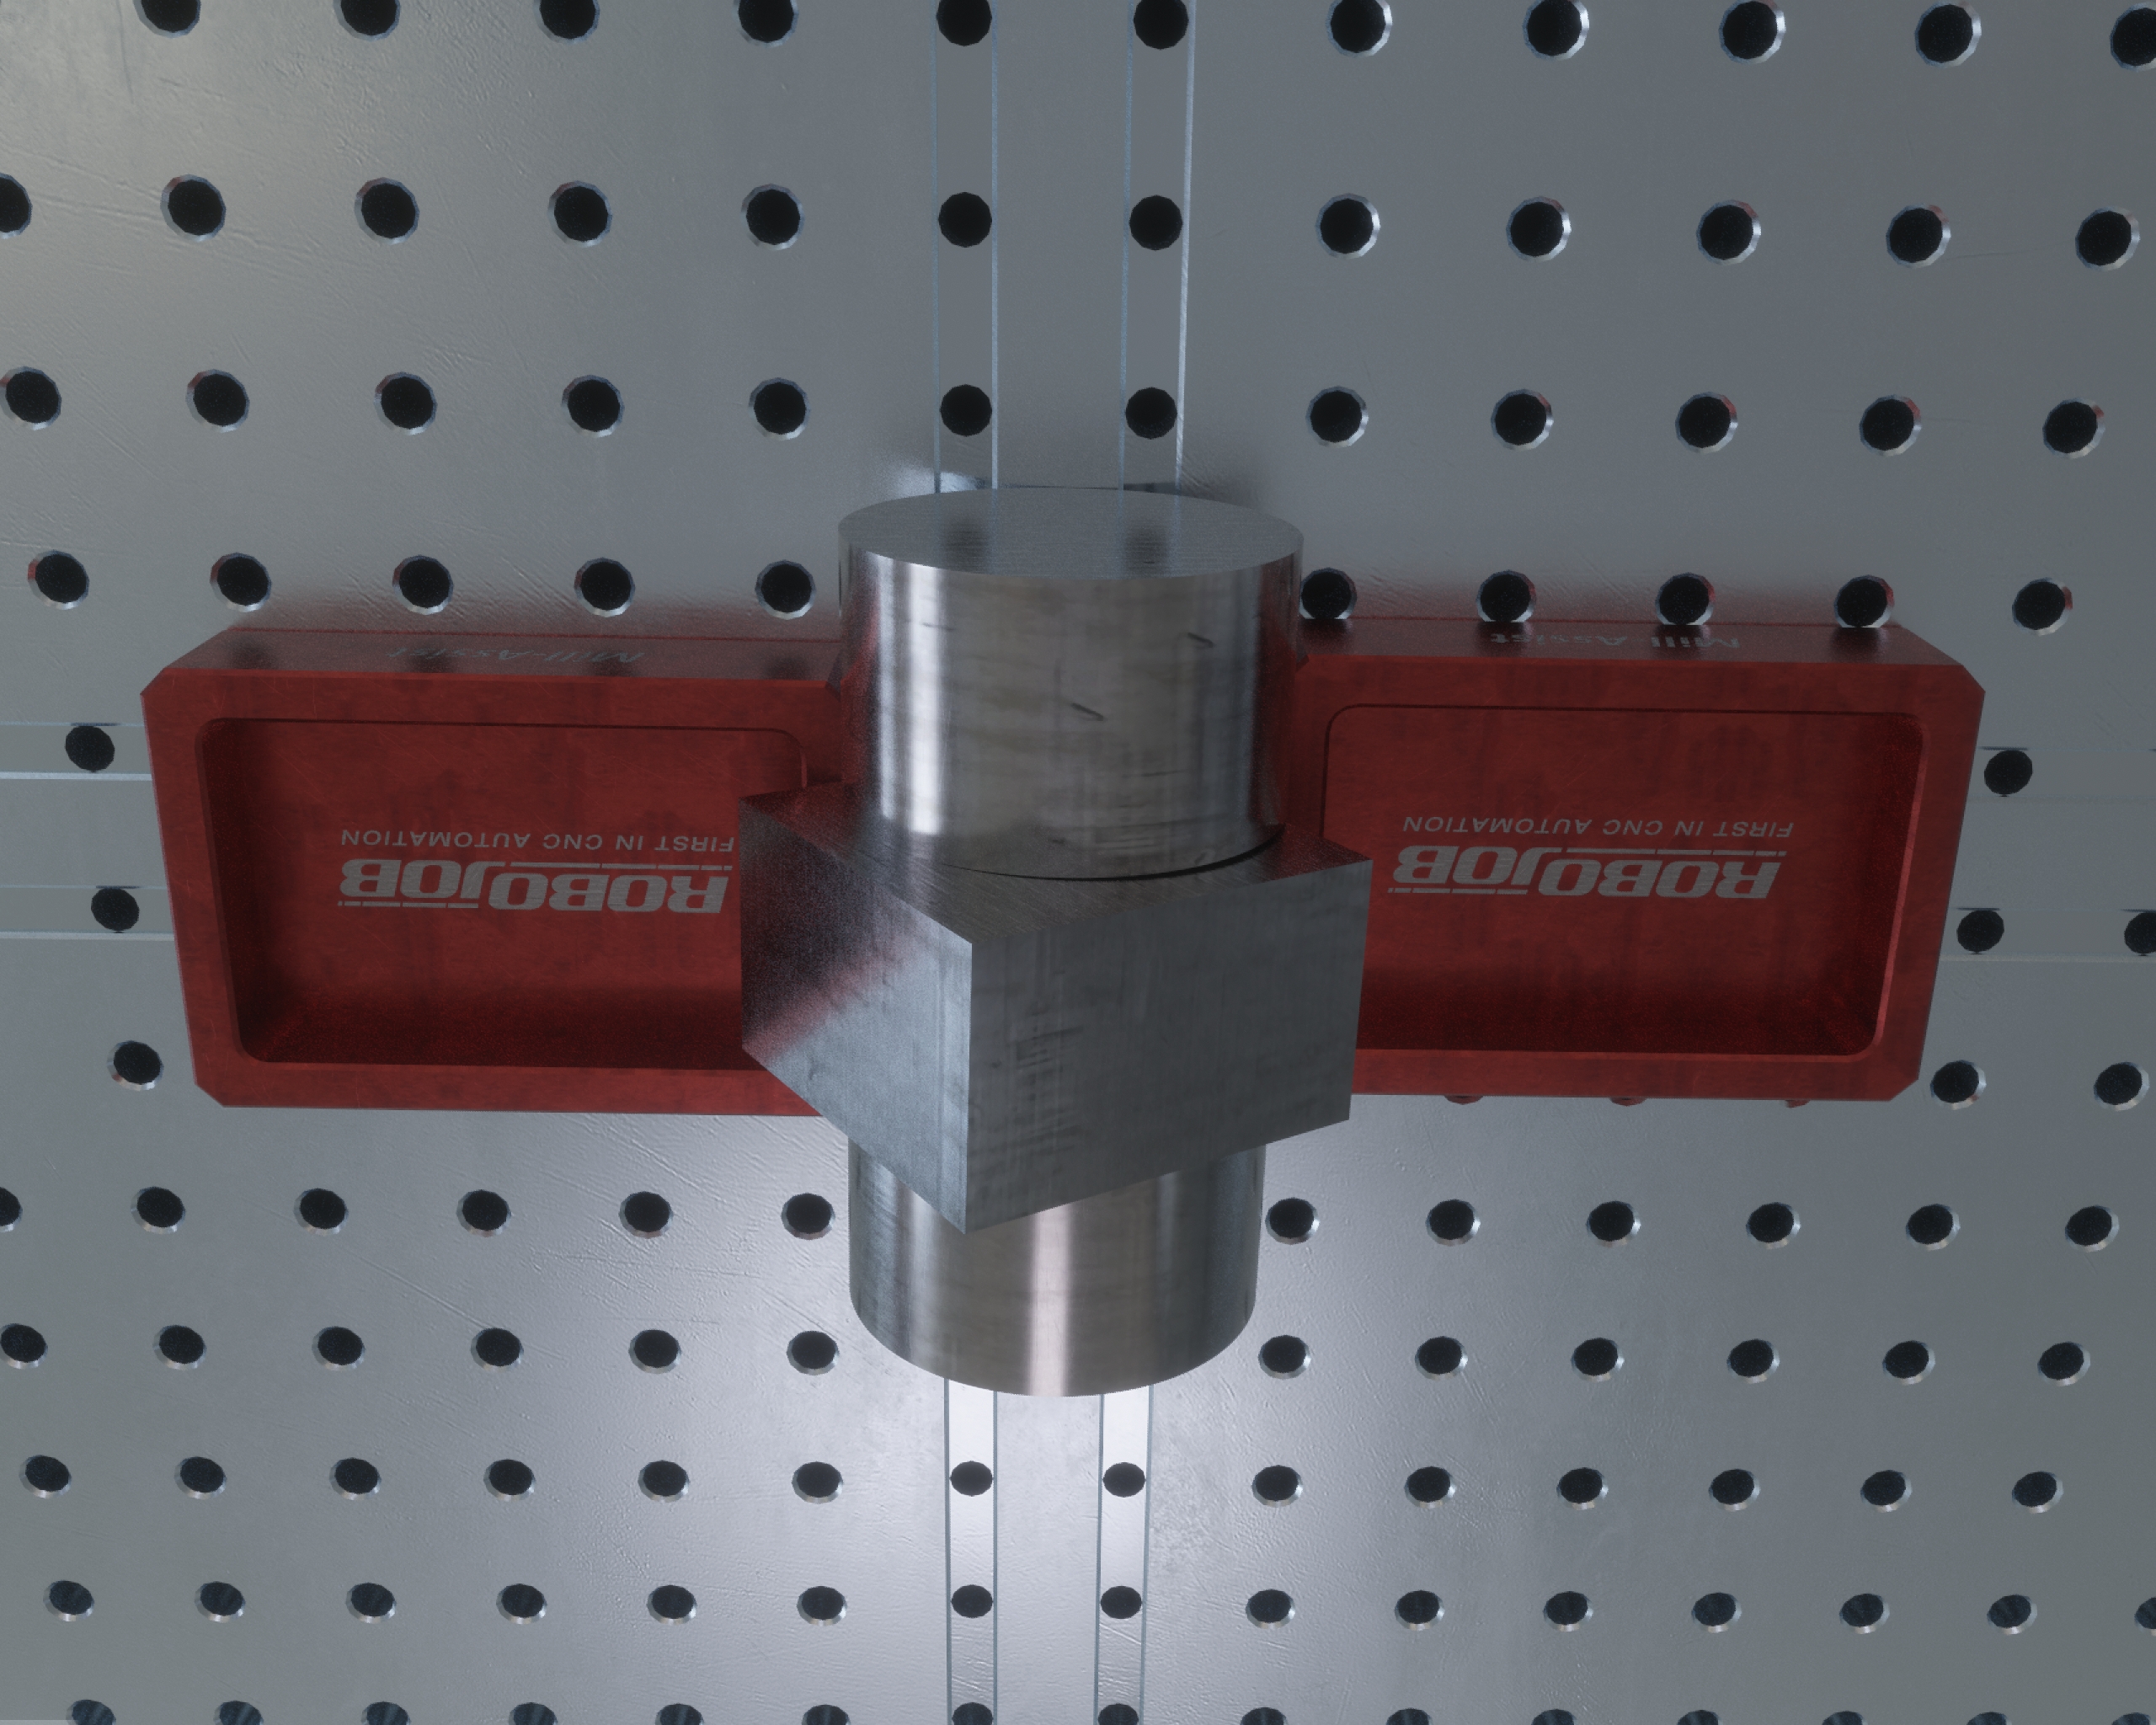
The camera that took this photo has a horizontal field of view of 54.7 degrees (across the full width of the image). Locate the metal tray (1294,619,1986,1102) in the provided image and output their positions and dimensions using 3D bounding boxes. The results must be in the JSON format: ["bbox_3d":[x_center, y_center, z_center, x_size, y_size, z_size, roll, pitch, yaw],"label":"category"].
[{"bbox_3d":[0.102,0.000,0.411,0.131,0.030,0.089,1,110,-1],"label":"metal tray"}]

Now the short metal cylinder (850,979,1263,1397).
[{"bbox_3d":[-0.004,0.059,0.405,0.081,0.080,0.050,2,110,-1],"label":"short metal cylinder"}]

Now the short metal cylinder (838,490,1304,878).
[{"bbox_3d":[-0.002,-0.035,0.371,0.081,0.080,0.050,1,110,-1],"label":"short metal cylinder"}]

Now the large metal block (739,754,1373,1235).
[{"bbox_3d":[-0.006,0.017,0.375,0.081,0.080,0.050,-11,114,-33],"label":"large metal block"}]

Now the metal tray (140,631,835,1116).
[{"bbox_3d":[-0.107,0.003,0.410,0.131,0.030,0.089,1,110,-1],"label":"metal tray"}]
